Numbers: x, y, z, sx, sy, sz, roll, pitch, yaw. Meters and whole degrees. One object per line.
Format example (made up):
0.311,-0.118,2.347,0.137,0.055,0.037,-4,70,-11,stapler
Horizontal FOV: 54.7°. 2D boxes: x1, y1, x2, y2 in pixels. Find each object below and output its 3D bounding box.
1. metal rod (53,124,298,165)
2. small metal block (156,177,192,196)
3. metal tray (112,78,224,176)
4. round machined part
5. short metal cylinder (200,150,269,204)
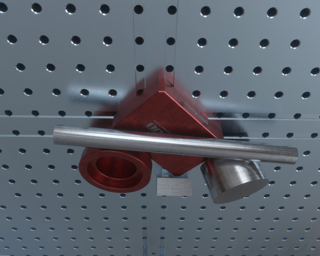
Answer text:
0.024,0.021,0.389,0.302,0.025,0.025,5,130,-5,metal rod
0.020,0.087,0.469,0.050,0.025,0.050,2,173,-3,small metal block
0.014,0.005,0.414,0.090,0.030,0.130,-36,122,26,metal tray
-0.060,0.047,0.433,0.099,0.042,0.097,3,137,3,round machined part
0.103,0.067,0.434,0.081,0.050,0.080,-15,151,-8,short metal cylinder
